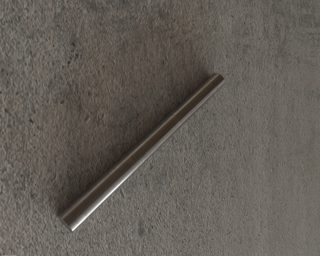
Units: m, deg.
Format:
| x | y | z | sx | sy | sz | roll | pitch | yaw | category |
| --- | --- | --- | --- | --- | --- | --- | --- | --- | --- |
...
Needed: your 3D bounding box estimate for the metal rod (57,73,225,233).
| x | y | z | sx | sy | sz | roll | pitch | yaw | category |
| --- | --- | --- | --- | --- | --- | --- | --- | --- | --- |
| -0.005 | 0.013 | 0.402 | 0.301 | 0.025 | 0.025 | -43 | 116 | -31 | metal rod |
